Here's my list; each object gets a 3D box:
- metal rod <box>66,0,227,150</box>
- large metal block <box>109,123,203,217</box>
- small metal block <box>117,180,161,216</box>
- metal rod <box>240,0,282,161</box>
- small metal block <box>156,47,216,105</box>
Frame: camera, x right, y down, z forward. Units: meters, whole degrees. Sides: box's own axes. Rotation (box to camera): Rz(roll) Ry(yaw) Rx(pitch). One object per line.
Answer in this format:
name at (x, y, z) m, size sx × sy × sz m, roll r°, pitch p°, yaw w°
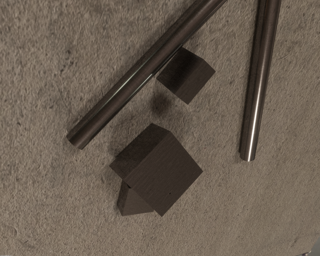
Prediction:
metal rod at (0.005, -0.090, 0.355) m, size 0.300 × 0.025 × 0.025 m, roll -45°, pitch 130°, yaw 3°
large metal block at (-0.004, 0.053, 0.404) m, size 0.080 × 0.050 × 0.080 m, roll -46°, pitch 119°, yaw -11°
small metal block at (-0.031, 0.098, 0.452) m, size 0.050 × 0.025 × 0.050 m, roll 0°, pitch 118°, yaw -29°
metal rod at (0.142, -0.077, 0.438) m, size 0.025 × 0.025 × 0.298 m, roll -16°, pitch 125°, yaw -20°
small metal block at (0.030, -0.063, 0.369) m, size 0.025 × 0.050 × 0.050 m, roll 34°, pitch 99°, yaw -39°
